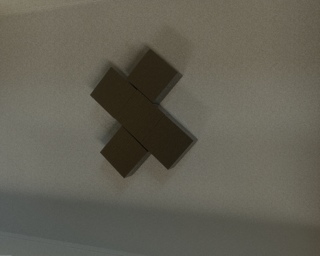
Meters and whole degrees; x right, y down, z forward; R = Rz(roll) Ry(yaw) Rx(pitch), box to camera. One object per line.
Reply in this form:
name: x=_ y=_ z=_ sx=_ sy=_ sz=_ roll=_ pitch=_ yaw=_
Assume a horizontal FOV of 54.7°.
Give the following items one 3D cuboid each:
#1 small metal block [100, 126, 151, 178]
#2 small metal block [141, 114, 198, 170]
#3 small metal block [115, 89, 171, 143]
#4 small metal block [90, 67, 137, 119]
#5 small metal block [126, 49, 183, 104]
small metal block: x=-0.045 y=0.032 z=0.425 sx=0.050 sy=0.025 sz=0.050 roll=45 pitch=104 yaw=14
small metal block: x=0.012 y=0.018 z=0.404 sx=0.050 sy=0.025 sz=0.050 roll=43 pitch=103 yaw=15
small metal block: x=-0.023 y=-0.015 z=0.416 sx=0.050 sy=0.025 sz=0.050 roll=43 pitch=103 yaw=15
small metal block: x=-0.060 y=-0.048 z=0.429 sx=0.050 sy=0.025 sz=0.050 roll=43 pitch=103 yaw=15
small metal block: x=-0.007 y=-0.067 z=0.410 sx=0.050 sy=0.025 sz=0.050 roll=43 pitch=102 yaw=14
